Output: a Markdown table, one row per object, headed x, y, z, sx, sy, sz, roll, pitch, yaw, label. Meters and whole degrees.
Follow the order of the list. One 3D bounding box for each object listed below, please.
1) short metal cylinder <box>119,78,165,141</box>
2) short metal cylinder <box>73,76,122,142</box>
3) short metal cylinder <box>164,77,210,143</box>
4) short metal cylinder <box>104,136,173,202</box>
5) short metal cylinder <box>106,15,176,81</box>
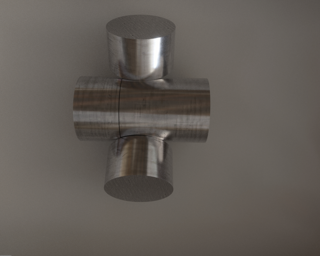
| x | y | z | sx | sy | sz | roll | pitch | yaw | label |
| --- | --- | --- | --- | --- | --- | --- | --- | --- | --- |
| -0.020 | -0.023 | 0.382 | 0.050 | 0.080 | 0.080 | 1 | 90 | 0 | short metal cylinder |
| -0.071 | -0.023 | 0.382 | 0.050 | 0.080 | 0.080 | 1 | 90 | 0 | short metal cylinder |
| 0.031 | -0.022 | 0.383 | 0.050 | 0.080 | 0.080 | 1 | 90 | 0 | short metal cylinder |
| -0.025 | 0.051 | 0.375 | 0.081 | 0.080 | 0.050 | 0 | 56 | 0 | short metal cylinder |
| -0.023 | -0.099 | 0.375 | 0.081 | 0.080 | 0.050 | 2 | 128 | 0 | short metal cylinder |
